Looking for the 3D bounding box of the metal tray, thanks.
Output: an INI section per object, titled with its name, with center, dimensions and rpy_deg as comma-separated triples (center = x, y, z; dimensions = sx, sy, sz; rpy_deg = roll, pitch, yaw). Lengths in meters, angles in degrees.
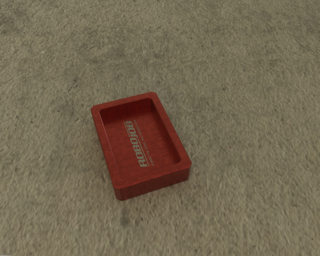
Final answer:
[metal tray]
center = -0.027, 0.016, 0.385
dimensions = 0.091, 0.030, 0.130
rpy_deg = -15, 52, -13
